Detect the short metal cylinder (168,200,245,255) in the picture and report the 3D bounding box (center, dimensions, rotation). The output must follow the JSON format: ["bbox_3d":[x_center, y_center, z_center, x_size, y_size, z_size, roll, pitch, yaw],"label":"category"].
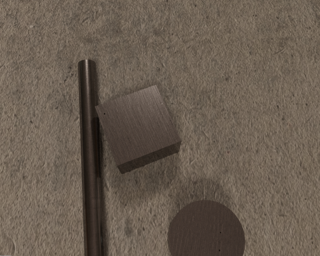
[{"bbox_3d":[0.049,0.125,0.350,0.081,0.050,0.080,0,70,0],"label":"short metal cylinder"}]

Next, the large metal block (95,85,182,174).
[{"bbox_3d":[-0.027,0.003,0.394,0.080,0.050,0.080,-21,72,-8],"label":"large metal block"}]

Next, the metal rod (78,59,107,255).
[{"bbox_3d":[-0.086,0.049,0.389,0.025,0.025,0.299,-6,70,-3],"label":"metal rod"}]
